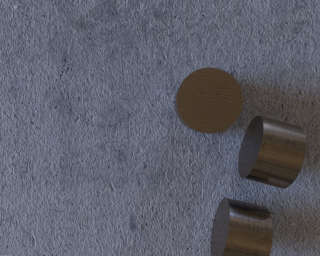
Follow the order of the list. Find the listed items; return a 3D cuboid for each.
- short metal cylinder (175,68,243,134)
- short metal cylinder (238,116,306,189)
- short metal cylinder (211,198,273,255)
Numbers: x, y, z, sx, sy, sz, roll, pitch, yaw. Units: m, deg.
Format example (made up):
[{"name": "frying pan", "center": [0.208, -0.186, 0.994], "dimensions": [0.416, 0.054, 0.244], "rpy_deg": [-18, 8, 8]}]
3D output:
[{"name": "short metal cylinder", "center": [0.060, -0.033, 0.398], "dimensions": [0.081, 0.050, 0.080], "rpy_deg": [0, 90, 0]}, {"name": "short metal cylinder", "center": [0.135, 0.029, 0.383], "dimensions": [0.050, 0.080, 0.080], "rpy_deg": [15, 90, 0]}, {"name": "short metal cylinder", "center": [0.098, 0.131, 0.383], "dimensions": [0.050, 0.080, 0.080], "rpy_deg": [13, 90, 0]}]
